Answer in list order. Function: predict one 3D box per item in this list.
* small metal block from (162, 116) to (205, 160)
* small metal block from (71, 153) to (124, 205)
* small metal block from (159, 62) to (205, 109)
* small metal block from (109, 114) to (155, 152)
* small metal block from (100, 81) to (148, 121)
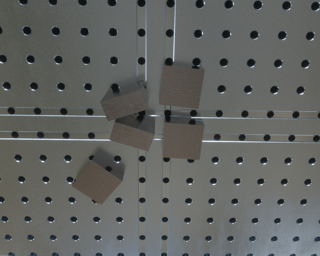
[{"bbox_3d":[0.030,0.014,0.419,0.050,0.025,0.050,4,110,-2],"label":"small metal block"},{"bbox_3d":[-0.087,0.072,0.439,0.050,0.025,0.050,38,106,-13],"label":"small metal block"},{"bbox_3d":[0.027,-0.054,0.394,0.050,0.025,0.050,6,110,-3],"label":"small metal block"},{"bbox_3d":[-0.034,0.002,0.401,0.050,0.050,0.025,17,109,-7],"label":"small metal block"},{"bbox_3d":[-0.042,-0.035,0.387,0.050,0.050,0.025,-16,110,5],"label":"small metal block"}]
